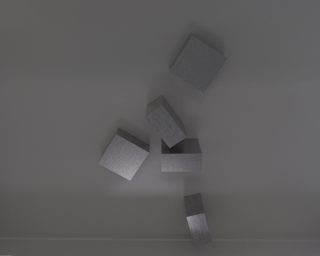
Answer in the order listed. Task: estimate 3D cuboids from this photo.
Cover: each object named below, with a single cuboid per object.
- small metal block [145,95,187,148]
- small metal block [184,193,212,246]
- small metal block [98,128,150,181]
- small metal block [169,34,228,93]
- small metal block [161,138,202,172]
[{"bbox_3d":[0.007,-0.010,0.394,0.025,0.050,0.050,-35,107,12],"label":"small metal block"},{"bbox_3d":[0.054,0.131,0.446,0.025,0.050,0.050,-14,110,5],"label":"small metal block"},{"bbox_3d":[-0.049,0.036,0.424,0.050,0.025,0.050,30,107,-11],"label":"small metal block"},{"bbox_3d":[0.046,-0.080,0.382,0.050,0.025,0.050,30,107,-11],"label":"small metal block"},{"bbox_3d":[0.027,0.035,0.411,0.050,0.050,0.025,0,110,0],"label":"small metal block"}]
